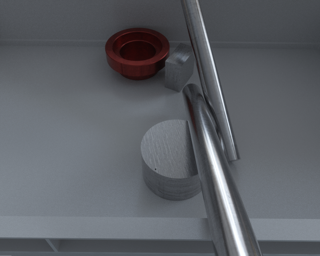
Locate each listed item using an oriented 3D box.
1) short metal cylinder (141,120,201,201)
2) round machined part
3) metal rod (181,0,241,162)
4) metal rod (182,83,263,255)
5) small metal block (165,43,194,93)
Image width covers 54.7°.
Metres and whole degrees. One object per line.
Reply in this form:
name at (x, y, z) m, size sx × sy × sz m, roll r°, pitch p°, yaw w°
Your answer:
short metal cylinder at (0.019, 0.036, 0.358) m, size 0.081 × 0.050 × 0.080 m, roll 0°, pitch 50°, yaw 0°
round machined part at (-0.035, -0.113, 0.488) m, size 0.099 × 0.042 × 0.098 m, roll 0°, pitch 50°, yaw 0°
metal rod at (0.056, -0.102, 0.409) m, size 0.025 × 0.025 × 0.299 m, roll -10°, pitch 77°, yaw -8°
metal rod at (0.043, 0.014, 0.290) m, size 0.025 × 0.025 × 0.300 m, roll 0°, pitch 25°, yaw 0°
small metal block at (0.030, -0.091, 0.465) m, size 0.025 × 0.050 × 0.050 m, roll 22°, pitch 53°, yaw 17°
